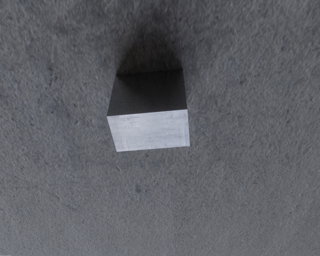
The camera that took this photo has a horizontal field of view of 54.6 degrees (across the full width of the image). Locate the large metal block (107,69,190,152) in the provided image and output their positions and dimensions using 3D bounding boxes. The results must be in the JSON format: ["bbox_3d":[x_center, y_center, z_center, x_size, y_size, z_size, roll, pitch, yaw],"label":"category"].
[{"bbox_3d":[-0.010,-0.022,0.352,0.080,0.080,0.050,-5,130,4],"label":"large metal block"}]
